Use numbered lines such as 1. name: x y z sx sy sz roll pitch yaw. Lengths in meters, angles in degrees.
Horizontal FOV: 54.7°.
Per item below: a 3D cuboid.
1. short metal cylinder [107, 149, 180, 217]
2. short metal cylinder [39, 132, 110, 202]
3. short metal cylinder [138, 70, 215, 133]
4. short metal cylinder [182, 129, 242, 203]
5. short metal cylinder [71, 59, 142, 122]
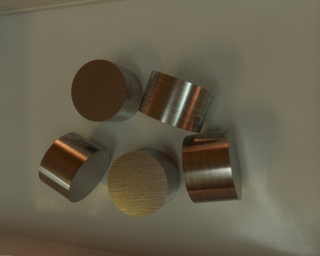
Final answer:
1. short metal cylinder: -0.020 0.068 0.402 0.080 0.050 0.079 0 90 19
2. short metal cylinder: -0.113 0.052 0.417 0.050 0.080 0.080 29 99 17
3. short metal cylinder: 0.020 -0.032 0.373 0.080 0.080 0.050 23 98 18
4. short metal cylinder: 0.062 0.044 0.357 0.050 0.080 0.080 -10 87 19
5. short metal cylinder: -0.071 -0.048 0.419 0.080 0.050 0.079 0 90 19
